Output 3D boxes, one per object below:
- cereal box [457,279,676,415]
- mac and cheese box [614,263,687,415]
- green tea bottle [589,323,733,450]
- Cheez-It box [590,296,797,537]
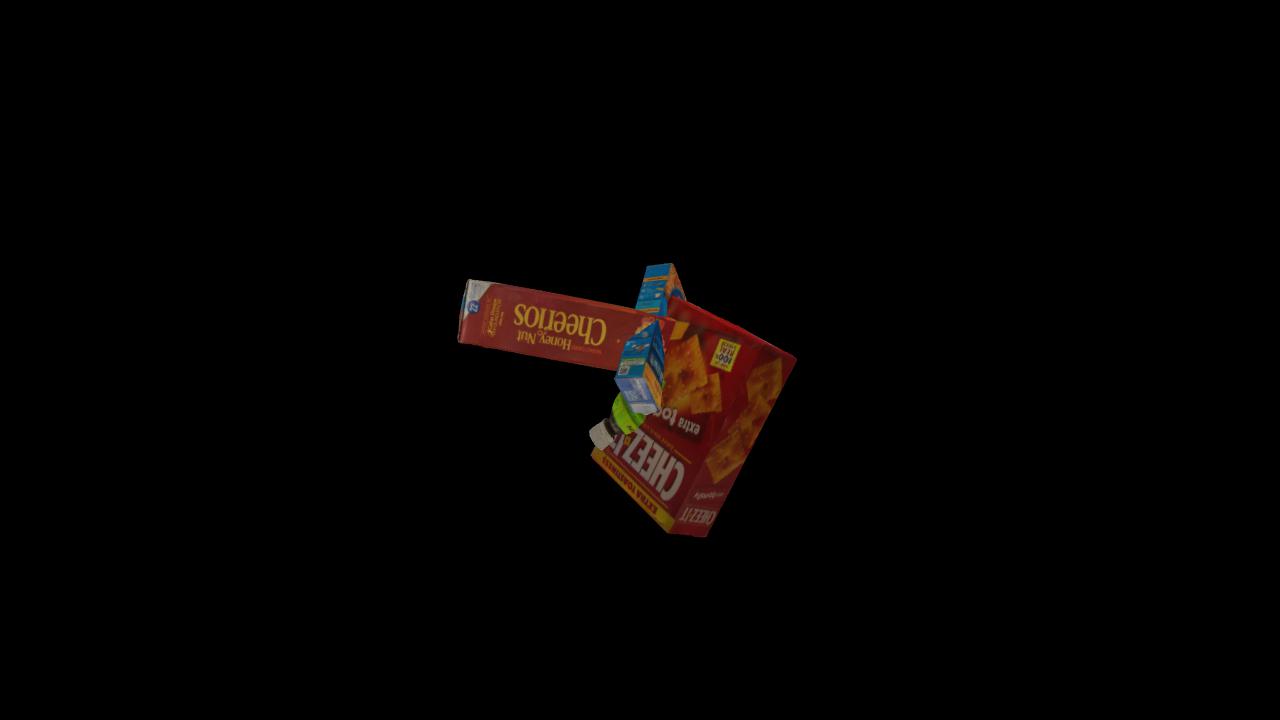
[{"bbox_3d":[-0.068,-0.035,0.768,0.306,0.081,0.203,11,1,-15],"label":"cereal box"},{"bbox_3d":[0.020,-0.020,0.730,0.041,0.184,0.093,-4,-42,22],"label":"mac and cheese box"},{"bbox_3d":[0.033,0.038,0.713,0.212,0.073,0.073,-32,-9,14],"label":"green tea bottle"},{"bbox_3d":[0.052,0.058,0.692,0.071,0.223,0.166,19,10,-40],"label":"Cheez-It box"}]
